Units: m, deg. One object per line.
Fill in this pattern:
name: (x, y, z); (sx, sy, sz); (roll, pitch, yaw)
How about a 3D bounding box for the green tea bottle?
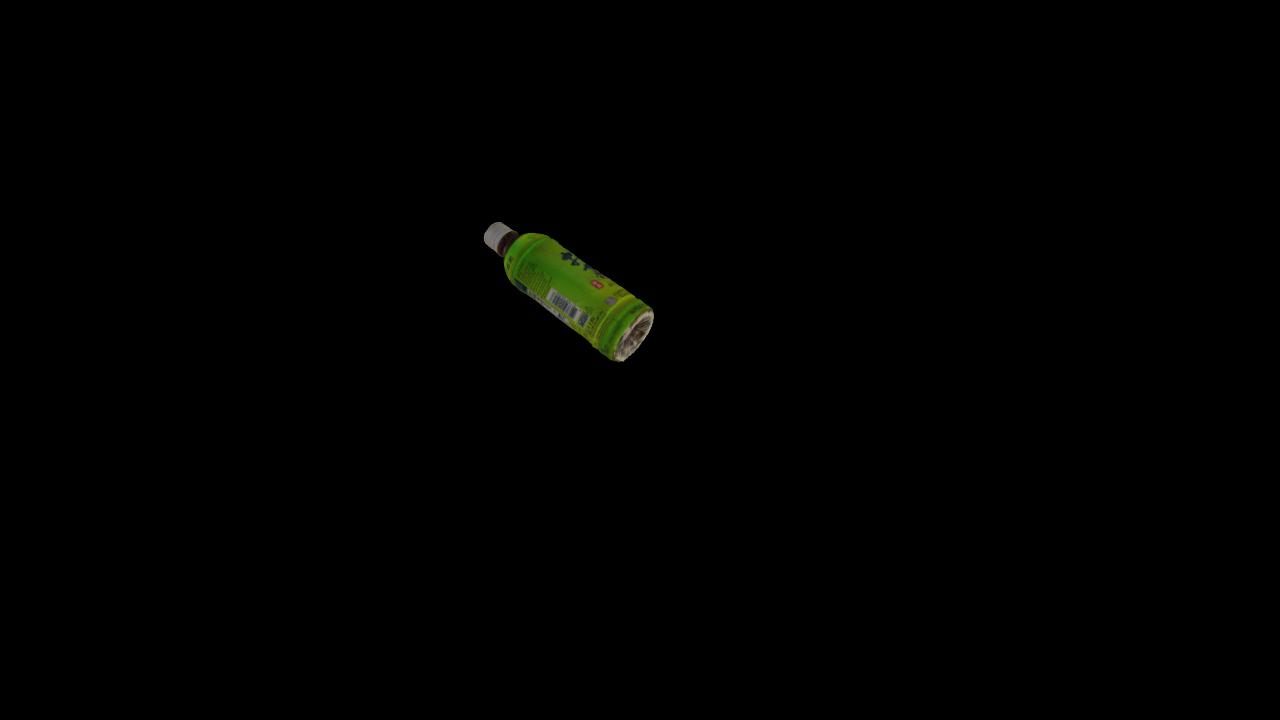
green tea bottle: (-0.085, -0.083, 0.667); (0.212, 0.073, 0.073); (36, 10, 14)
